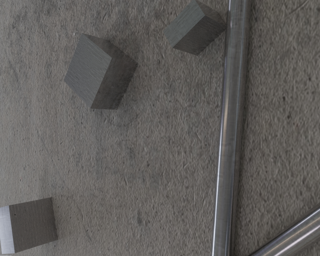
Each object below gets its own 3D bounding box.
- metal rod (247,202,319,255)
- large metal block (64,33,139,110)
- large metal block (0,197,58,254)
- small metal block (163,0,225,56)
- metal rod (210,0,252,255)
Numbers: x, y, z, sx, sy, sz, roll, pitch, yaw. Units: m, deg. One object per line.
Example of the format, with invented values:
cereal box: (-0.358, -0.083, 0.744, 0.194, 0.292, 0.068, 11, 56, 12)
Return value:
metal rod: (0.126, 0.111, 0.301, 0.298, 0.025, 0.025, -51, 60, 27)
large metal block: (-0.090, -0.083, 0.463, 0.080, 0.050, 0.080, 42, 116, 31)
large metal block: (-0.244, 0.178, 0.570, 0.050, 0.081, 0.080, -21, 77, 38)
small metal block: (0.041, -0.113, 0.355, 0.050, 0.050, 0.025, -40, 66, 33)
metal rod: (0.078, 0.002, 0.340, 0.025, 0.025, 0.298, 6, 94, 40)
